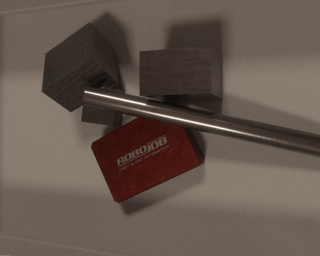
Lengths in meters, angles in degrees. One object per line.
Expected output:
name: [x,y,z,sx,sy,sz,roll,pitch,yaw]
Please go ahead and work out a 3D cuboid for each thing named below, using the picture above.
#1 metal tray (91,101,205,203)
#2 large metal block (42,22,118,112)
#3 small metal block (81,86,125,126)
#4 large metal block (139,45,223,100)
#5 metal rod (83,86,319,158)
metal tray: [-0.018,0.033,0.413,0.130,0.030,0.090,-28,81,17]
large metal block: [-0.107,-0.081,0.415,0.080,0.050,0.080,-28,48,17]
small metal block: [-0.080,-0.031,0.438,0.050,0.025,0.050,8,93,19]
large metal block: [0.029,-0.061,0.371,0.080,0.080,0.050,0,90,19]
metal rod: [0.055,-0.008,0.364,0.301,0.025,0.025,13,94,9]
